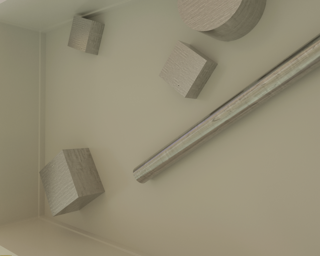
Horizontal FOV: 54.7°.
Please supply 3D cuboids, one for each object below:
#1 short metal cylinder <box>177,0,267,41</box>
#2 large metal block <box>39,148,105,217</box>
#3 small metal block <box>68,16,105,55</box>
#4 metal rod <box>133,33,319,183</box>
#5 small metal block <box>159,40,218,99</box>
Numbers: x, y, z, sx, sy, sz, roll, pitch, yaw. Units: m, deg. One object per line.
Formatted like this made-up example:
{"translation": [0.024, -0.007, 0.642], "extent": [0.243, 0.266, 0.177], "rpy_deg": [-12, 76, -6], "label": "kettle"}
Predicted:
{"translation": [0.066, -0.139, 0.335], "extent": [0.080, 0.050, 0.079], "rpy_deg": [0, 90, 39], "label": "short metal cylinder"}
{"translation": [-0.146, 0.088, 0.508], "extent": [0.080, 0.050, 0.080], "rpy_deg": [-38, 67, 33], "label": "large metal block"}
{"translation": [-0.121, -0.151, 0.504], "extent": [0.050, 0.025, 0.050], "rpy_deg": [27, 107, 36], "label": "small metal block"}
{"translation": [0.072, -0.013, 0.346], "extent": [0.299, 0.025, 0.025], "rpy_deg": [-38, 67, 33], "label": "metal rod"}
{"translation": [0.033, -0.071, 0.378], "extent": [0.050, 0.025, 0.050], "rpy_deg": [44, 116, 30], "label": "small metal block"}
